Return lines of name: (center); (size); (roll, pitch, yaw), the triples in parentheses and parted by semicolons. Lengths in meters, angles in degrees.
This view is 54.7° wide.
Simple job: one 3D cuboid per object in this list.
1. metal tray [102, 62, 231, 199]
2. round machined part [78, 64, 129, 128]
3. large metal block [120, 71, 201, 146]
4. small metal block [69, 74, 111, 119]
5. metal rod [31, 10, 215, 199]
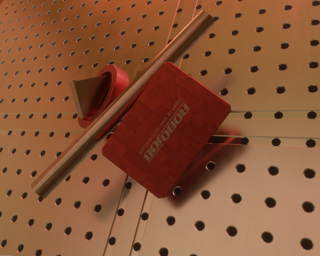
metal tray: (0.007, 0.003, 0.355); (0.090, 0.030, 0.130); (37, 96, 7)
round machined part: (-0.072, -0.037, 0.439); (0.098, 0.042, 0.098); (-34, 42, 38)
large metal block: (0.000, -0.025, 0.406); (0.080, 0.050, 0.080); (9, 66, 32)
small metal block: (-0.092, -0.045, 0.430); (0.050, 0.050, 0.025); (-18, 14, -27)
metal rod: (-0.042, -0.033, 0.384); (0.300, 0.025, 0.025); (-47, 52, -5)
